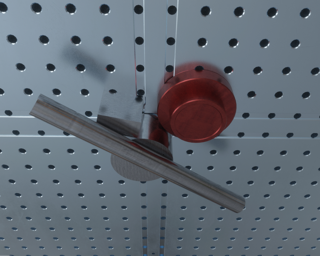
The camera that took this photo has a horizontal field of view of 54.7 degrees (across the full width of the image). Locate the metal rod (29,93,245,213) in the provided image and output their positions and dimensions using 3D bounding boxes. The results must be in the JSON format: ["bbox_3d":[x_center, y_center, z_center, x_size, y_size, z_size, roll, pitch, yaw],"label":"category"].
[{"bbox_3d":[-0.009,0.042,0.381,0.301,0.025,0.025,29,124,-23],"label":"metal rod"}]

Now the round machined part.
[{"bbox_3d":[0.046,-0.019,0.385,0.099,0.042,0.097,-1,131,0],"label":"round machined part"}]

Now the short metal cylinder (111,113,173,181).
[{"bbox_3d":[-0.023,0.027,0.418,0.081,0.050,0.079,0,130,0],"label":"short metal cylinder"}]

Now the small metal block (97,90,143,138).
[{"bbox_3d":[-0.049,-0.018,0.380,0.050,0.050,0.025,11,129,-10],"label":"small metal block"}]
